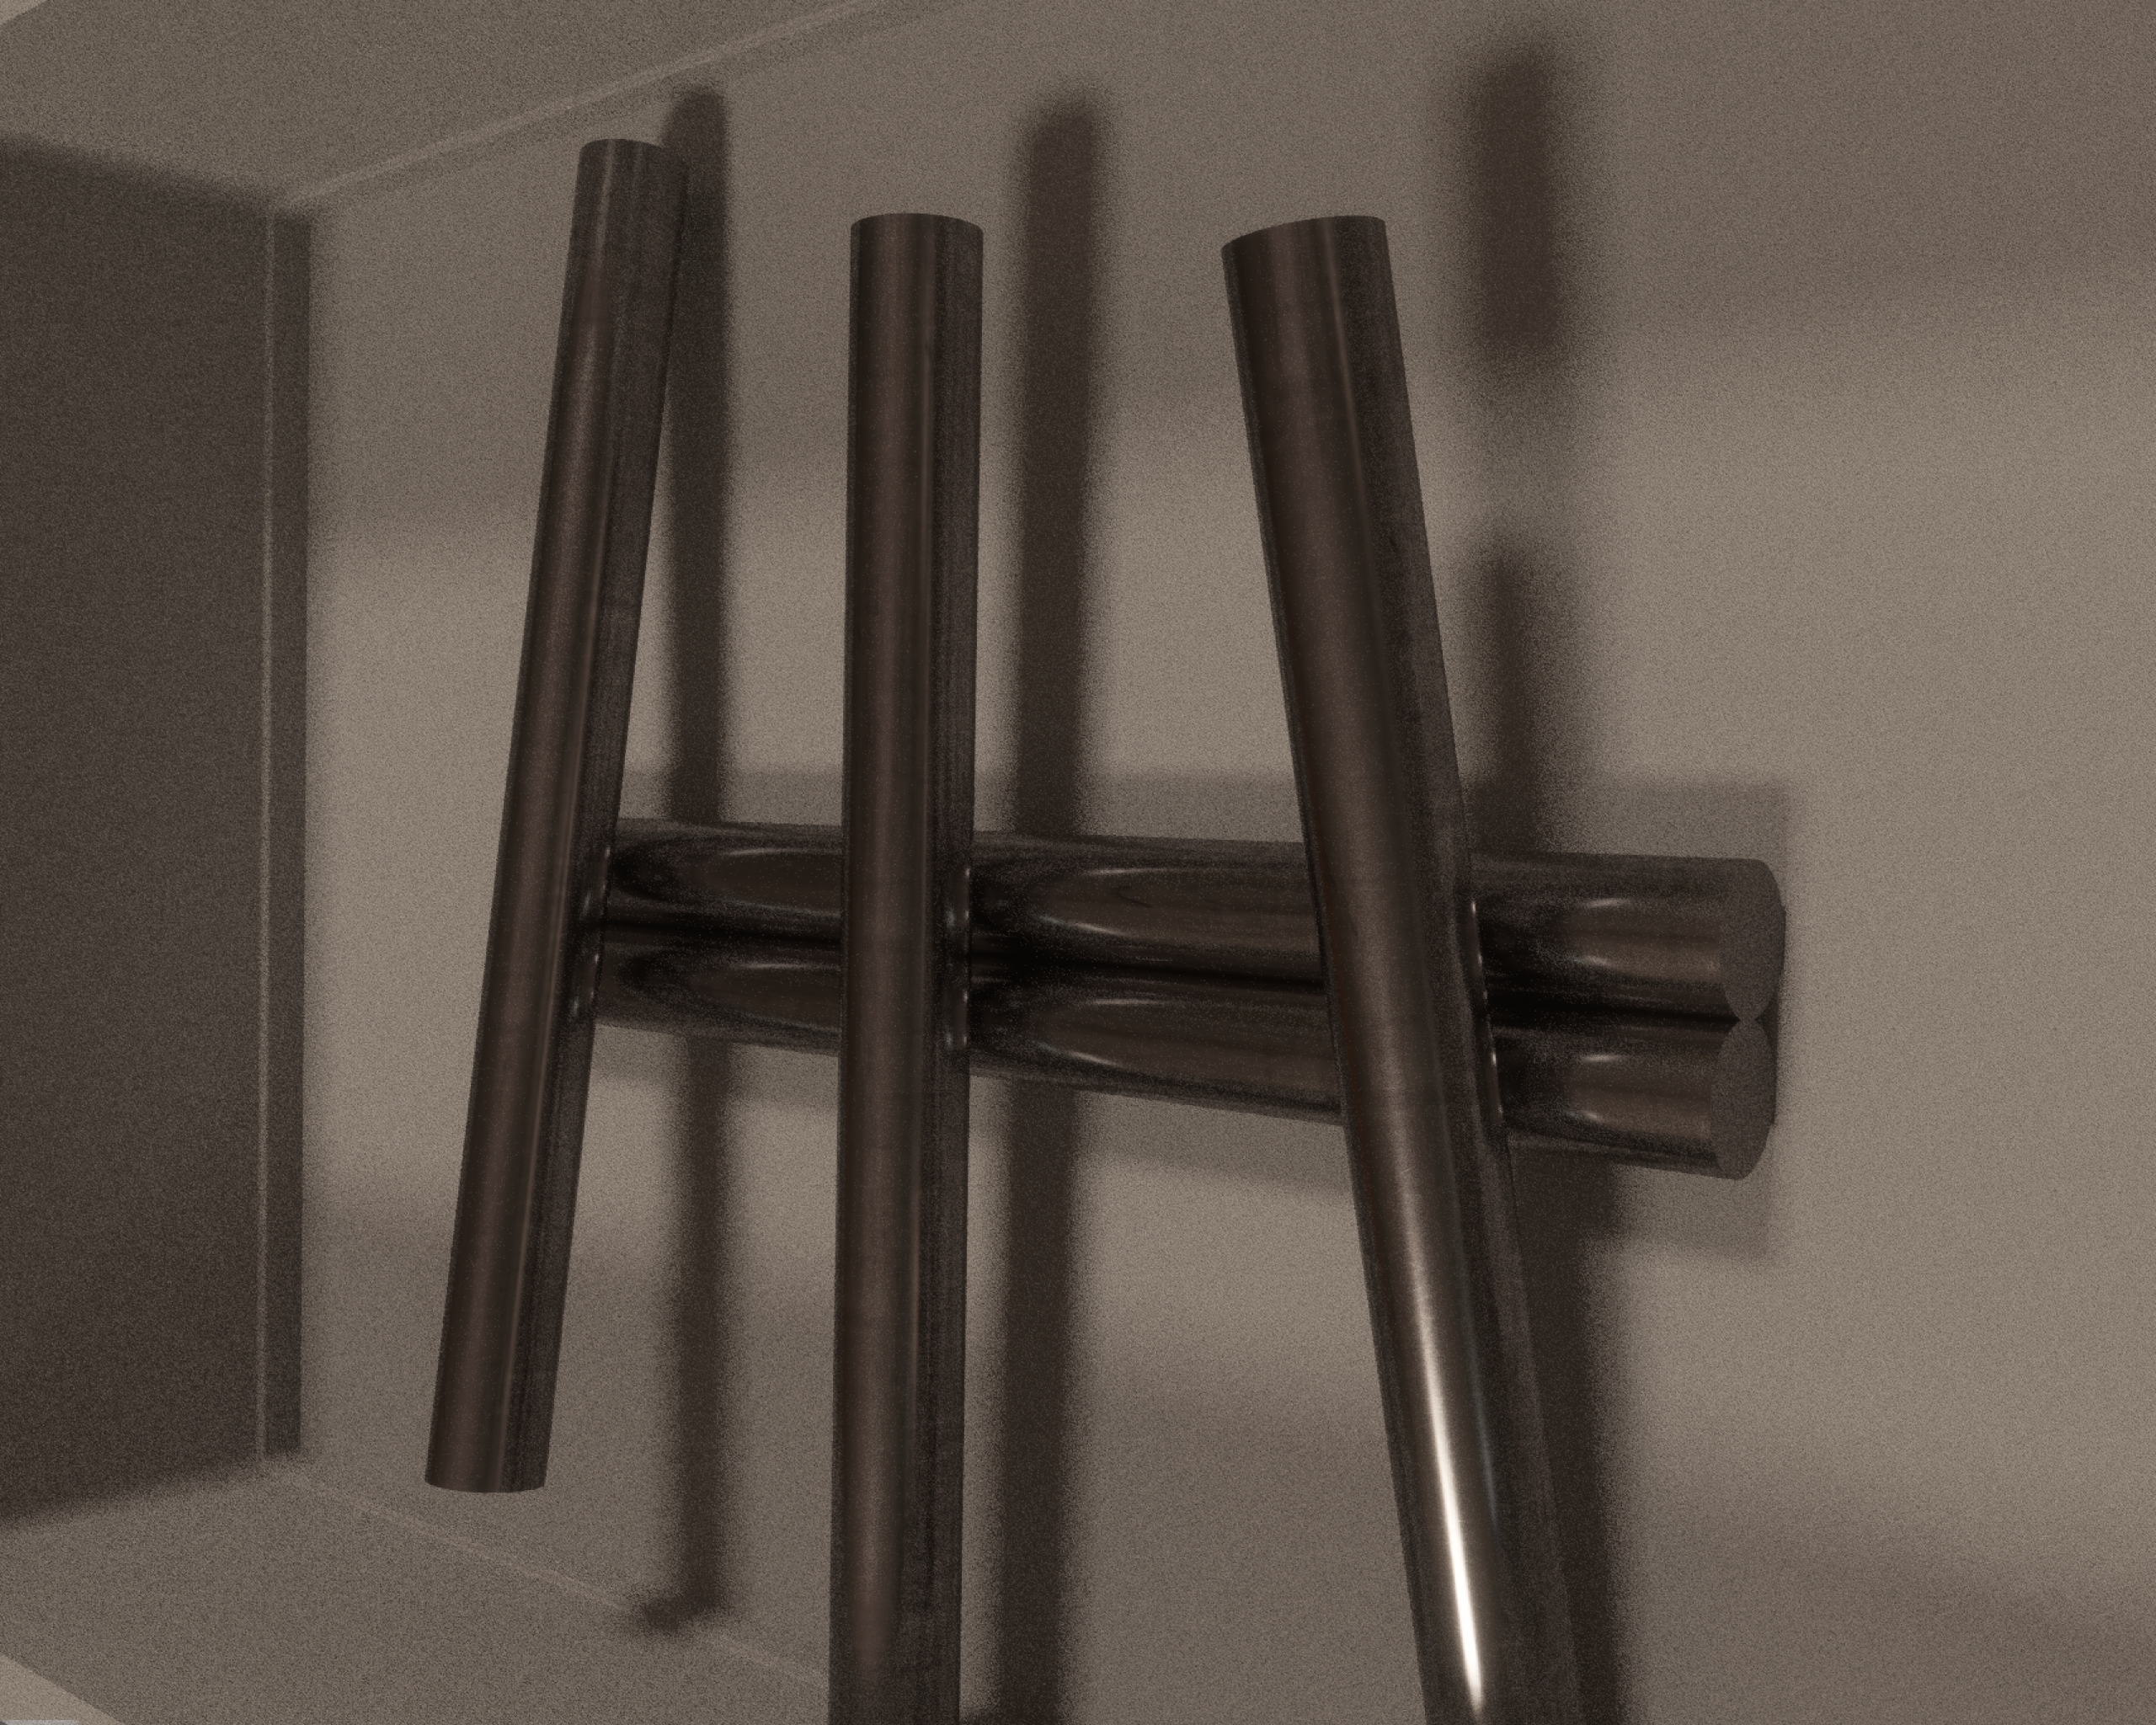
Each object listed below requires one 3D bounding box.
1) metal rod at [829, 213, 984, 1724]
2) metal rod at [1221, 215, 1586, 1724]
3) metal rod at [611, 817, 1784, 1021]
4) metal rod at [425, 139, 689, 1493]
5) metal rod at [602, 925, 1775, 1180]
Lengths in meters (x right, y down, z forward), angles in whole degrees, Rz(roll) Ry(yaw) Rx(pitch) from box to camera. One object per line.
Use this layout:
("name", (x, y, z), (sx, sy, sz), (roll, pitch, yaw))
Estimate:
("metal rod", (-0.033, 0.029, 0.398), (0.025, 0.025, 0.298), (2, 91, 39))
("metal rod", (0.056, 0.052, 0.328), (0.025, 0.025, 0.298), (-5, 95, 39))
("metal rod", (-0.013, 0.006, 0.414), (0.300, 0.025, 0.025), (3, 92, 39))
("metal rod", (-0.115, -0.015, 0.466), (0.025, 0.025, 0.298), (-1, 81, 39))
("metal rod", (-0.014, 0.031, 0.415), (0.300, 0.025, 0.025), (3, 92, 39))
